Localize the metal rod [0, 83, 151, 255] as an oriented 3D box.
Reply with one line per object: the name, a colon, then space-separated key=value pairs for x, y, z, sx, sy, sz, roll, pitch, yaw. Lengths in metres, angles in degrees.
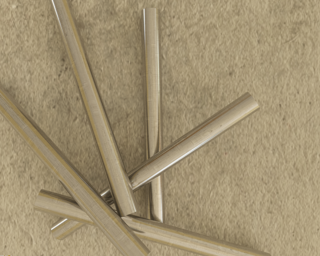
metal rod: x=-0.123 y=0.041 z=0.370 sx=0.300 sy=0.025 sz=0.025 roll=44 pitch=90 yaw=15

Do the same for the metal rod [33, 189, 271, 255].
metal rod: x=-0.001 y=0.130 z=0.384 sx=0.302 sy=0.025 sz=0.025 roll=18 pitch=90 yaw=-9

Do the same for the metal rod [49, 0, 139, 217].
metal rod: x=-0.086 y=-0.039 z=0.384 sx=0.025 sy=0.025 sz=0.299 roll=-20 pitch=80 yaw=0

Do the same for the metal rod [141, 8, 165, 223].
metal rod: x=-0.009 y=-0.005 z=0.409 sx=0.025 sy=0.025 sz=0.298 roll=-1 pitch=90 yaw=-1

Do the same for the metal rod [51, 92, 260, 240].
metal rod: x=-0.013 y=0.052 z=0.384 sx=0.300 sy=0.025 sz=0.025 roll=-35 pitch=91 yaw=9
